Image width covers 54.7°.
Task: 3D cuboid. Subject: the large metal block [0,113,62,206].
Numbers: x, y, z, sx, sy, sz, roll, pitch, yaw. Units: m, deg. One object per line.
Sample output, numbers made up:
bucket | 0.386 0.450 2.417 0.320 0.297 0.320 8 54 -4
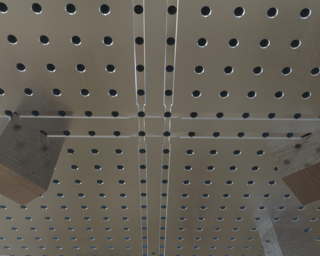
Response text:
large metal block | -0.187 0.042 0.408 0.050 0.080 0.080 -32 124 24

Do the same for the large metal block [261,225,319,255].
large metal block | 0.247 0.237 0.581 0.081 0.080 0.050 12 129 -10

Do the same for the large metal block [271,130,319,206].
large metal block | 0.223 0.058 0.448 0.080 0.050 0.080 -31 124 23
